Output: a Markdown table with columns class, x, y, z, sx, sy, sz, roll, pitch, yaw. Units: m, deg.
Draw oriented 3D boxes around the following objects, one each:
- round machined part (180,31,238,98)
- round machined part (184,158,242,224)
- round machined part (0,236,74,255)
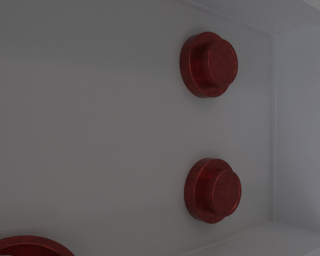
| class | x | y | z | sx | sy | sz | roll | pitch | yaw |
| --- | --- | --- | --- | --- | --- | --- | --- | --- | --- |
| round machined part | 0.079 | -0.095 | 0.461 | 0.099 | 0.042 | 0.097 | 0 | 90 | -40 |
| round machined part | 0.086 | 0.095 | 0.468 | 0.099 | 0.042 | 0.097 | 0 | 90 | -40 |
| round machined part | -0.120 | 0.143 | 0.266 | 0.099 | 0.098 | 0.042 | 4 | 114 | -40 |
